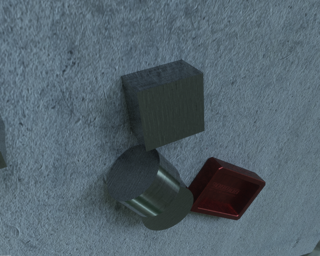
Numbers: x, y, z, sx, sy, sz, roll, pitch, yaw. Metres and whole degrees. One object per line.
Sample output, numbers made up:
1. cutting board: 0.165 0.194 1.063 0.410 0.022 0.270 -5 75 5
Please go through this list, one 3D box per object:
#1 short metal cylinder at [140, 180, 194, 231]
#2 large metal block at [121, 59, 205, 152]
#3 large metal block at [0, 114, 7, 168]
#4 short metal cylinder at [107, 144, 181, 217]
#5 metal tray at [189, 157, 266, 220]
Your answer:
1. short metal cylinder: 0.002 0.103 0.455 0.081 0.050 0.079 -14 124 -21
2. large metal block: 0.006 -0.029 0.376 0.081 0.050 0.079 -19 126 -18
3. large metal block: -0.174 -0.012 0.269 0.050 0.080 0.079 -17 125 -19
4. short metal cylinder: -0.021 0.068 0.402 0.080 0.080 0.050 -43 129 1
5. metal tray: 0.112 0.108 0.531 0.131 0.030 0.090 22 107 -36
